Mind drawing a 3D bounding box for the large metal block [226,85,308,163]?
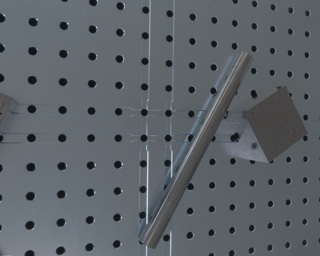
[{"bbox_3d":[0.156,-0.006,0.456,0.080,0.050,0.080,-32,101,-17],"label":"large metal block"}]

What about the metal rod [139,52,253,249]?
[{"bbox_3d":[0.055,0.023,0.432,0.025,0.025,0.300,32,79,-17],"label":"metal rod"}]

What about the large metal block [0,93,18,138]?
[{"bbox_3d":[-0.208,-0.010,0.323,0.080,0.050,0.080,25,82,-18],"label":"large metal block"}]
